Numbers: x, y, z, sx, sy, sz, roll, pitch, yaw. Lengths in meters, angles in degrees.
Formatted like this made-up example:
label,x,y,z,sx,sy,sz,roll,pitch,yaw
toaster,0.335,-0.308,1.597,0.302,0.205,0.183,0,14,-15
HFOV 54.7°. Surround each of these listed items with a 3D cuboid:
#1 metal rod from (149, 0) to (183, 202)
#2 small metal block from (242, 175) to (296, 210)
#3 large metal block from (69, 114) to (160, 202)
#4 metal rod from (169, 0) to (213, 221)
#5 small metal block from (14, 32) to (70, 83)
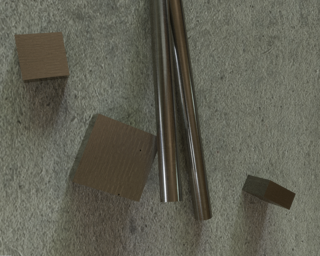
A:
label,x,y,z,sx,sy,sz,roll,pitch,yaw
metal rod,0.004,-0.064,0.376,0.025,0.025,0.299,1,77,-20
small metal block,0.159,0.094,0.457,0.050,0.050,0.025,28,81,-18
large metal block,-0.055,0.035,0.376,0.080,0.050,0.080,22,83,-19
metal rod,0.039,-0.023,0.424,0.025,0.025,0.298,-10,93,-20
small metal block,-0.136,-0.082,0.359,0.050,0.025,0.050,-11,94,-20
